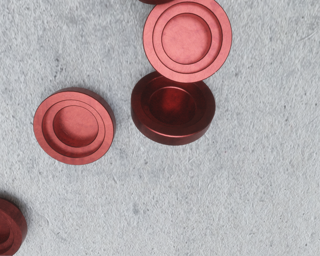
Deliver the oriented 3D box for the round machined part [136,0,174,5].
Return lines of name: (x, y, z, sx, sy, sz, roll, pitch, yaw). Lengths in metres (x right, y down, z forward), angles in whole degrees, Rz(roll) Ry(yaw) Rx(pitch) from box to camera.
round machined part: (-0.003, -0.168, 0.320, 0.098, 0.042, 0.098, -5, 66, 11)

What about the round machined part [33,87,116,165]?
round machined part: (-0.105, -0.005, 0.398, 0.099, 0.042, 0.097, 0, 110, 0)

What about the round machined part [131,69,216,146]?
round machined part: (0.014, -0.021, 0.374, 0.099, 0.098, 0.042, 7, 147, -3)

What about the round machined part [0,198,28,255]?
round machined part: (-0.242, 0.141, 0.450, 0.099, 0.042, 0.097, 0, 110, 0)

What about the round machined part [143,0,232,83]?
round machined part: (0.030, -0.102, 0.359, 0.099, 0.042, 0.097, 0, 102, -1)
